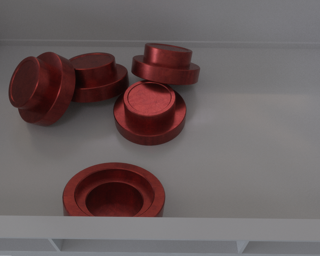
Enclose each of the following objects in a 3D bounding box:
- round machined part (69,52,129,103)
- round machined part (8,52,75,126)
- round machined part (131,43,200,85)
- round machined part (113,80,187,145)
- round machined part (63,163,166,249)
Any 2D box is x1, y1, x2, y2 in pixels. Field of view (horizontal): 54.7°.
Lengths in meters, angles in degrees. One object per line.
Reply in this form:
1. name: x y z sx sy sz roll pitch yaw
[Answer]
1. round machined part: -0.095 -0.077 0.439 0.099 0.042 0.098 -3 32 2
2. round machined part: -0.159 -0.054 0.403 0.098 0.042 0.098 -11 71 34
3. round machined part: 0.010 -0.096 0.447 0.099 0.042 0.098 8 21 -3
4. round machined part: -0.014 -0.028 0.417 0.099 0.042 0.098 0 50 0
5. round machined part: -0.046 0.080 0.312 0.099 0.042 0.098 5 29 -3
